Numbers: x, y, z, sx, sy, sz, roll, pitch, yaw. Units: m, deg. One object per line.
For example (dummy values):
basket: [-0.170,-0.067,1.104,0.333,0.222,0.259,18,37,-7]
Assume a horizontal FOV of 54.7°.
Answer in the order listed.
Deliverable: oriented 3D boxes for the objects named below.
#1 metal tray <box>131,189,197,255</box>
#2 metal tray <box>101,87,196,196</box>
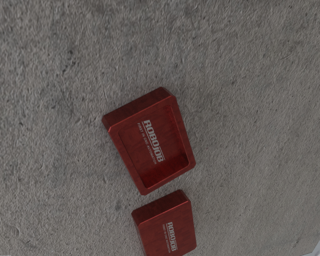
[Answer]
metal tray: [0.011,0.172,0.516,0.091,0.030,0.129,-22,127,-16]
metal tray: [-0.010,0.021,0.411,0.090,0.030,0.129,-29,128,-10]
